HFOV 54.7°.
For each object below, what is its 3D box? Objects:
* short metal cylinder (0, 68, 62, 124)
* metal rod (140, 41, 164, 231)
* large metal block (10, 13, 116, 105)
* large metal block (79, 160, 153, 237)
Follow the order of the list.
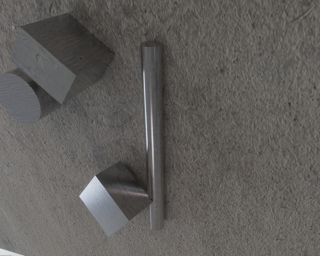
[{"bbox_3d":[-0.191,-0.052,0.459,0.080,0.050,0.079,13,124,21],"label":"short metal cylinder"},{"bbox_3d":[-0.008,0.031,0.430,0.025,0.025,0.298,12,124,21],"label":"metal rod"},{"bbox_3d":[-0.116,-0.087,0.379,0.080,0.080,0.050,41,129,0],"label":"large metal block"},{"bbox_3d":[-0.070,0.110,0.479,0.080,0.050,0.080,51,136,10],"label":"large metal block"}]
